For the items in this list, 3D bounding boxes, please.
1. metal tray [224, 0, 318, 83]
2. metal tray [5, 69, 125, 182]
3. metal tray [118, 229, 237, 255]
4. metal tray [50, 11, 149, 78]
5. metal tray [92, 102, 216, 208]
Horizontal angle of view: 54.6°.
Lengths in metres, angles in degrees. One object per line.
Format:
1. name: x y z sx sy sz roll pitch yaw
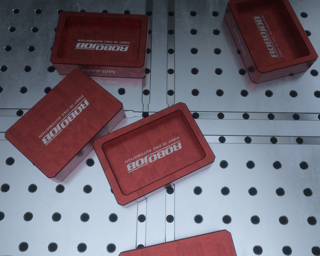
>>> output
1. metal tray: 0.161 -0.138 0.460 0.090 0.030 0.130 -15 71 -6
2. metal tray: -0.122 -0.006 0.411 0.090 0.030 0.130 39 74 13
3. metal tray: 0.024 0.173 0.346 0.131 0.030 0.090 -11 70 -4
4. metal tray: -0.084 -0.122 0.453 0.131 0.030 0.090 3 70 1
5. metal tray: -0.008 0.033 0.397 0.131 0.030 0.090 -24 72 -9
